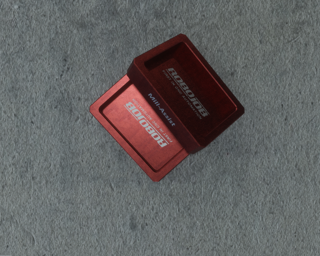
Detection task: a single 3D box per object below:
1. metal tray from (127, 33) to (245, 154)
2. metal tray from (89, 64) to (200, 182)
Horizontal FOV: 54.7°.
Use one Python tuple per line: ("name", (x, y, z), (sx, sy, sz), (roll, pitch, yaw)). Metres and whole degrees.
("metal tray", (0.033, -0.045, 0.384), (0.091, 0.030, 0.130), (-37, 88, -31))
("metal tray", (-0.015, -0.006, 0.407), (0.090, 0.030, 0.130), (-42, 90, 0))
